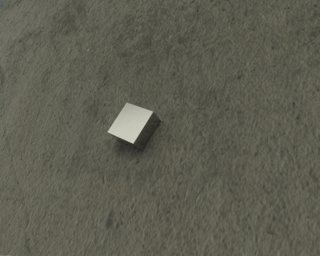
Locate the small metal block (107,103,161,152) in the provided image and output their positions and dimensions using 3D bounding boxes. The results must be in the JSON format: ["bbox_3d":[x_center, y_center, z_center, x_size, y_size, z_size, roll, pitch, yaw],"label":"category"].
[{"bbox_3d":[-0.035,-0.002,0.425,0.050,0.025,0.050,21,73,36],"label":"small metal block"}]
